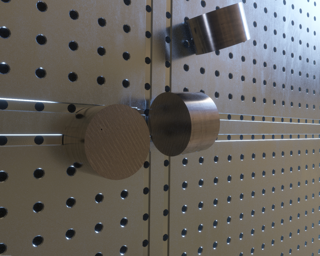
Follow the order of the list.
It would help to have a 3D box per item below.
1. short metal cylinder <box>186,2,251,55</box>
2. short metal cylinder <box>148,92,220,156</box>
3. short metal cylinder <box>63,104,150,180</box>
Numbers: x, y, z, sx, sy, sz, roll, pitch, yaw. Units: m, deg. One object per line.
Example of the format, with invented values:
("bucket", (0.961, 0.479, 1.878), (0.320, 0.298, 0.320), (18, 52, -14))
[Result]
("short metal cylinder", (0.083, -0.141, 0.442), (0.081, 0.080, 0.050), (-29, 109, -36))
("short metal cylinder", (0.029, -0.007, 0.397), (0.050, 0.080, 0.079), (-6, 94, -40))
("short metal cylinder", (-0.058, 0.014, 0.344), (0.081, 0.050, 0.079), (0, 90, -40))
